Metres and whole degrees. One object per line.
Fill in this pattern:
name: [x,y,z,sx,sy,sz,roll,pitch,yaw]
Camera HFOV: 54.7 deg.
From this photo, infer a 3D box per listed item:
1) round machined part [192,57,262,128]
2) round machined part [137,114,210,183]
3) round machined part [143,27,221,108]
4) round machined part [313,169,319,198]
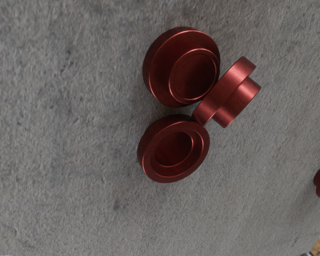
round machined part: [0.087,-0.038,0.387,0.098,0.042,0.098,-48,173,-7]
round machined part: [0.015,0.023,0.419,0.099,0.042,0.097,-14,125,-20]
round machined part: [0.032,-0.068,0.373,0.099,0.042,0.097,-14,124,-21]
round machined part: [0.378,0.112,0.676,0.099,0.042,0.097,-14,125,-21]
